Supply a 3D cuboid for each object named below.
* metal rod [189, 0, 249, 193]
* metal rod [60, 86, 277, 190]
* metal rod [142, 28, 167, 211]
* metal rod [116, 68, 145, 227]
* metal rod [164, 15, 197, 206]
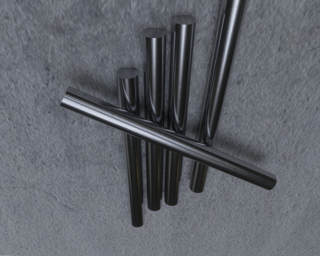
[{"bbox_3d":[0.066,-0.021,0.390,0.025,0.025,0.298,2,130,-2],"label":"metal rod"},{"bbox_3d":[0.025,0.021,0.390,0.302,0.025,0.025,23,126,-19],"label":"metal rod"},{"bbox_3d":[-0.007,0.014,0.419,0.025,0.025,0.298,0,130,-1],"label":"metal rod"},{"bbox_3d":[-0.038,0.051,0.449,0.025,0.025,0.298,0,130,-1],"label":"metal rod"},{"bbox_3d":[0.022,0.004,0.410,0.025,0.025,0.298,0,130,-1],"label":"metal rod"}]
